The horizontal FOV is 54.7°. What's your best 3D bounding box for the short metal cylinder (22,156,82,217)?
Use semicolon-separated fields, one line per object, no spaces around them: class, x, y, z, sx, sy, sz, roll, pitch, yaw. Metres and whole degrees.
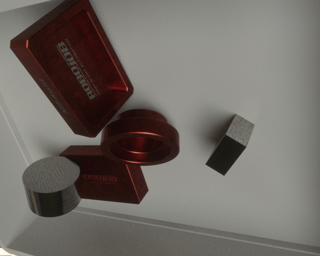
short metal cylinder;-0.161;0.087;0.470;0.080;0.080;0.050;17;125;18

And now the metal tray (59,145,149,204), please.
metal tray;-0.091;0.073;0.497;0.130;0.030;0.089;-2;118;28

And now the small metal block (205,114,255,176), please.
small metal block;0.082;0.019;0.360;0.025;0.050;0.050;32;128;7

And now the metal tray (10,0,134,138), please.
metal tray;-0.088;-0.064;0.347;0.030;0.090;0.130;10;141;36

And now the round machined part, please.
round machined part;-0.025;0.011;0.396;0.099;0.042;0.098;0;151;0
